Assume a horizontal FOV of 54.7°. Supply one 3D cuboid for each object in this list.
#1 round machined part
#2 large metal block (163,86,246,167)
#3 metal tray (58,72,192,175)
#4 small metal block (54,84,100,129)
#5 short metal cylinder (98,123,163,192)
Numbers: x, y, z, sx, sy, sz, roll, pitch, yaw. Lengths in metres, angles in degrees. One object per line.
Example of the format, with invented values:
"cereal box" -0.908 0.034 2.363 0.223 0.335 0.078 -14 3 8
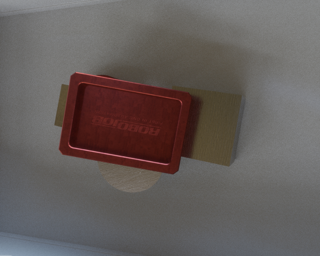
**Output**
"round machined part" -0.084 -0.025 0.428 0.098 0.042 0.097 0 90 19
"large metal block" 0.054 -0.004 0.375 0.080 0.050 0.079 11 94 19
"metal tray" -0.037 -0.006 0.343 0.131 0.030 0.089 10 94 0
"small metal block" -0.100 -0.025 0.385 0.025 0.050 0.050 13 95 19
"short metal cylinder" -0.032 0.034 0.394 0.080 0.050 0.079 2 103 7
